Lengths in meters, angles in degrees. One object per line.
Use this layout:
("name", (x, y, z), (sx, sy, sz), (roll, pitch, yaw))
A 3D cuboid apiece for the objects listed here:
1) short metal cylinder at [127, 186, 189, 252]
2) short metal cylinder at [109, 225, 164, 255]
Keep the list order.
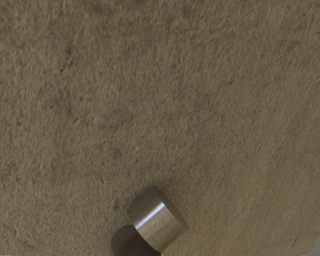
("short metal cylinder", (-0.003, 0.132, 0.453), (0.050, 0.080, 0.080), (-41, 130, -1))
("short metal cylinder", (-0.037, 0.196, 0.474), (0.081, 0.080, 0.050), (-2, 120, -28))
